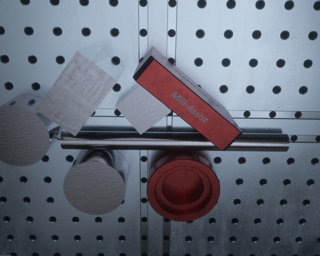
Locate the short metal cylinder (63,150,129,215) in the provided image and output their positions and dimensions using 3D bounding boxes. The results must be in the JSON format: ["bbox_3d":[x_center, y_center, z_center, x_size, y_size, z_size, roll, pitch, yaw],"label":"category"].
[{"bbox_3d":[-0.085,0.071,0.425,0.081,0.050,0.079,0,110,0],"label":"short metal cylinder"}]

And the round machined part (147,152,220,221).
[{"bbox_3d":[0.031,0.078,0.433,0.099,0.042,0.097,0,110,0],"label":"round machined part"}]

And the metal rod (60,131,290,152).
[{"bbox_3d":[0.020,0.018,0.420,0.302,0.025,0.025,1,110,-1],"label":"metal rod"}]

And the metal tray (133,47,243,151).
[{"bbox_3d":[0.031,-0.037,0.365,0.130,0.090,0.030,38,106,-13],"label":"metal tray"}]

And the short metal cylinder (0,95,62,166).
[{"bbox_3d":[-0.174,0.002,0.399,0.081,0.050,0.079,0,110,0],"label":"short metal cylinder"}]

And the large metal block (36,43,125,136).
[{"bbox_3d":[-0.089,-0.048,0.366,0.050,0.080,0.080,37,106,-13],"label":"large metal block"}]

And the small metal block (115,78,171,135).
[{"bbox_3d":[-0.021,-0.028,0.403,0.050,0.025,0.050,-37,106,12],"label":"small metal block"}]
